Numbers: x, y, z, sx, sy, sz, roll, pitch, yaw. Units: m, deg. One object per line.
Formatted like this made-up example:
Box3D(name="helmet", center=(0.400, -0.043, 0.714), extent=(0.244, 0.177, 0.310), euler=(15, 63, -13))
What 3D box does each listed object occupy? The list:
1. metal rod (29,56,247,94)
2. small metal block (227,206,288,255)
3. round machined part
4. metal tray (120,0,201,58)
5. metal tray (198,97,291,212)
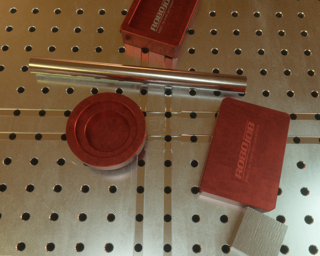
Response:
Box3D(name="metal rod", center=(-0.031, -0.075, 0.438), extent=(0.302, 0.025, 0.025), euler=(6, 70, 1))
Box3D(name="small metal block", center=(0.115, 0.128, 0.366), extent=(0.050, 0.025, 0.050), euler=(26, 72, 8))
Box3D(name="round machined part", center=(-0.066, 0.007, 0.400), extent=(0.099, 0.042, 0.098), euler=(0, 70, -1))
Box3D(name="metal tray", center=(0.006, -0.179, 0.474), extent=(0.090, 0.030, 0.130), euler=(19, 71, 6))
Box3D(name="metal tray", center=(0.109, 0.033, 0.399), extent=(0.090, 0.030, 0.130), euler=(16, 71, 5))
